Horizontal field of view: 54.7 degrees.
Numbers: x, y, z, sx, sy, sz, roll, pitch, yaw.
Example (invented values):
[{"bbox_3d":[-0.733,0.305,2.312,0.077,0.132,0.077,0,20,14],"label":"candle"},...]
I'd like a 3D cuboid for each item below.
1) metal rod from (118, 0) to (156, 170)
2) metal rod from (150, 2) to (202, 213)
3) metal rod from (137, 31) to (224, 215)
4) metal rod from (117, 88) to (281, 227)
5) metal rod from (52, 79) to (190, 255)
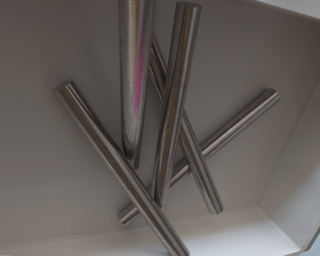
[{"bbox_3d":[-0.025,-0.031,0.294,0.025,0.025,0.298,-19,153,-17],"label":"metal rod"},{"bbox_3d":[0.011,0.006,0.377,0.025,0.025,0.298,-8,125,-25],"label":"metal rod"},{"bbox_3d":[0.035,0.013,0.414,0.025,0.025,0.299,-31,122,-9],"label":"metal rod"},{"bbox_3d":[0.060,0.043,0.470,0.300,0.025,0.025,-39,130,-2],"label":"metal rod"},{"bbox_3d":[-0.035,0.072,0.391,0.025,0.025,0.299,-33,116,-7],"label":"metal rod"}]
